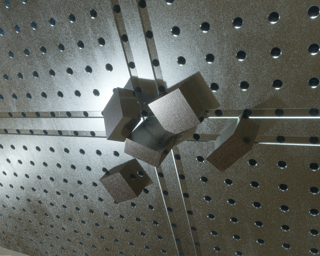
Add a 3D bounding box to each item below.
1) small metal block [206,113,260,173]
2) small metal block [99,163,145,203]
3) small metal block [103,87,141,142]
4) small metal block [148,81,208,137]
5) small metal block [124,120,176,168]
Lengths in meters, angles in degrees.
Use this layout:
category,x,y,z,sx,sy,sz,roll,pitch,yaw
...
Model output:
category,x,y,z,sx,sy,sz,roll,pitch,yaw
small metal block,0.085,0.017,0.361,0.025,0.050,0.050,40,129,1
small metal block,-0.061,0.090,0.500,0.050,0.025,0.050,-25,105,37
small metal block,-0.052,-0.017,0.410,0.025,0.050,0.050,10,138,-32
small metal block,0.022,-0.023,0.386,0.050,0.025,0.050,-25,105,37
small metal block,-0.012,0.020,0.415,0.050,0.050,0.025,23,127,14
